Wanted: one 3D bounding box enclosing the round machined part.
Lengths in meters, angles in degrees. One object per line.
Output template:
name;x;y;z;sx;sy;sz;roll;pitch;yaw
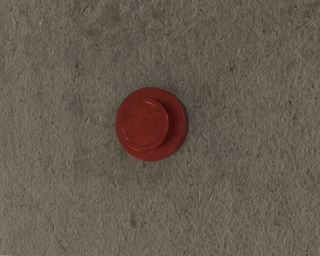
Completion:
round machined part;-0.015;-0.005;0.405;0.098;0.042;0.097;0;90;19
